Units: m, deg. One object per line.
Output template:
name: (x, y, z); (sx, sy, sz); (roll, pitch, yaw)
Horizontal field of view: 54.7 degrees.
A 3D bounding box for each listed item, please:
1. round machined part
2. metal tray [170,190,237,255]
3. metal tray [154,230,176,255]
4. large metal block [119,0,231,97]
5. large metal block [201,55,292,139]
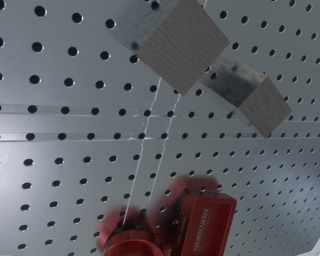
round machined part: (-0.041, 0.212, 0.489); (0.099, 0.042, 0.097); (-2, 117, -4)
metal tray: (0.074, 0.175, 0.527); (0.091, 0.030, 0.129); (11, 94, -29)
metal tray: (0.019, 0.246, 0.570); (0.091, 0.030, 0.129); (-2, 119, -28)
large metal block: (0.017, -0.096, 0.345); (0.080, 0.050, 0.080); (-49, 129, 6)
large metal block: (0.115, -0.042, 0.412); (0.050, 0.080, 0.080); (-48, 129, 5)
